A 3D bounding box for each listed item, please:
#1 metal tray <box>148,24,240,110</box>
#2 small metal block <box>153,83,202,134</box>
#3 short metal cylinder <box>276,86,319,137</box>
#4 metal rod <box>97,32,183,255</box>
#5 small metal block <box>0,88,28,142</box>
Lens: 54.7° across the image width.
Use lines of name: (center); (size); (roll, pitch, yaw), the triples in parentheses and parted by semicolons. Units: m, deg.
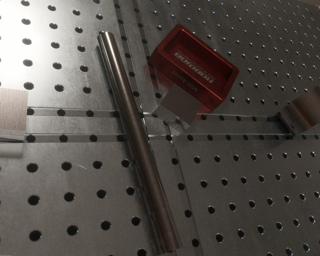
metal tray: (0.058, -0.100, 0.498); (0.130, 0.030, 0.090); (37, 51, -4)
small metal block: (0.026, -0.028, 0.441); (0.050, 0.025, 0.050); (36, 51, -5)
short metal cylinder: (0.248, -0.027, 0.526); (0.081, 0.080, 0.050); (-24, 75, -37)
metal rod: (-0.033, 0.002, 0.390); (0.025, 0.025, 0.299); (-5, 64, -31)
small metal block: (-0.169, -0.015, 0.327); (0.050, 0.025, 0.050); (5, 59, -26)
